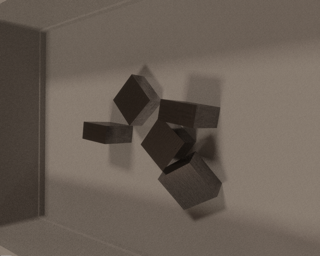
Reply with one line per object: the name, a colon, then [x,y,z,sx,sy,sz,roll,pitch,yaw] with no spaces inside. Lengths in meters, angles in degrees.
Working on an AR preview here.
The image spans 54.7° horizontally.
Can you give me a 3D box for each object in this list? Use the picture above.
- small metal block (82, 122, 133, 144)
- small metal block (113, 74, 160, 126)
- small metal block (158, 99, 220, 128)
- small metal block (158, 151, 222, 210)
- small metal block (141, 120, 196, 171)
small metal block: [-0.076,0.006,0.451,0.050,0.050,0.025,10,96,39]
small metal block: [-0.032,-0.038,0.431,0.050,0.025,0.050,-49,61,28]
small metal block: [0.034,-0.017,0.361,0.050,0.050,0.025,14,99,39]
small metal block: [0.035,0.062,0.362,0.050,0.025,0.050,-33,100,35]
small metal block: [0.010,0.020,0.397,0.050,0.025,0.050,49,118,28]
